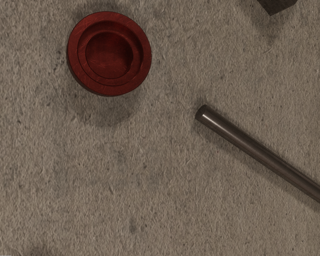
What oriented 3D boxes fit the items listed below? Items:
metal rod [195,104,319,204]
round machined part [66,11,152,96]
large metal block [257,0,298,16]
[{"bbox_3d":[0.178,0.055,0.476,0.301,0.025,0.025,33,79,-18],"label":"metal rod"},{"bbox_3d":[-0.063,-0.086,0.377,0.099,0.042,0.097,0,90,-21],"label":"round machined part"},{"bbox_3d":[0.179,-0.232,0.463,0.080,0.050,0.080,43,76,-16],"label":"large metal block"}]
